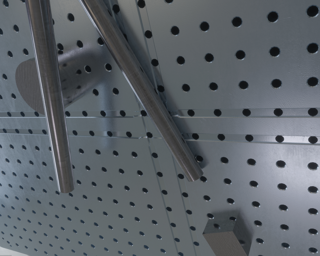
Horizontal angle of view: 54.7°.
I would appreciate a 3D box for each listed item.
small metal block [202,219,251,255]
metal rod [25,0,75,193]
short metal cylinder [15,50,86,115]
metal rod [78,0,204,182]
[{"bbox_3d":[0.100,0.165,0.461,0.050,0.025,0.050,-21,108,35],"label":"small metal block"},{"bbox_3d":[-0.137,-0.033,0.397,0.025,0.025,0.298,16,125,19],"label":"metal rod"},{"bbox_3d":[-0.153,-0.064,0.436,0.080,0.050,0.079,13,124,21],"label":"short metal cylinder"},{"bbox_3d":[-0.026,-0.058,0.388,0.025,0.025,0.299,-20,108,36],"label":"metal rod"}]
